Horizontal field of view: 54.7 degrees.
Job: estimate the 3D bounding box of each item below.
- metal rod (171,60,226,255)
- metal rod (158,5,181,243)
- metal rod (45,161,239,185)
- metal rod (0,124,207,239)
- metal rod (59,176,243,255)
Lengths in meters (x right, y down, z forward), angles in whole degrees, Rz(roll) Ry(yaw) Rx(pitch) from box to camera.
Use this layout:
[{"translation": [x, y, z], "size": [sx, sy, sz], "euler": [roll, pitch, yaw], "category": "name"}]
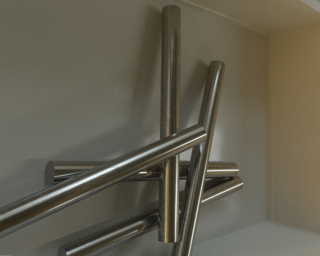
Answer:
[{"translation": [0.056, 0.037, 0.428], "size": [0.025, 0.025, 0.299], "euler": [31, 63, -36], "category": "metal rod"}, {"translation": [0.013, -0.012, 0.395], "size": [0.025, 0.025, 0.298], "euler": [9, 78, -40], "category": "metal rod"}, {"translation": [0.004, 0.057, 0.410], "size": [0.302, 0.025, 0.025], "euler": [6, 87, -40], "category": "metal rod"}, {"translation": [-0.067, 0.054, 0.317], "size": [0.302, 0.025, 0.025], "euler": [-22, 104, -32], "category": "metal rod"}, {"translation": [0.014, 0.114, 0.419], "size": [0.302, 0.025, 0.025], "euler": [-11, 97, -40], "category": "metal rod"}]
